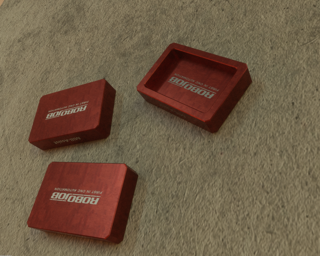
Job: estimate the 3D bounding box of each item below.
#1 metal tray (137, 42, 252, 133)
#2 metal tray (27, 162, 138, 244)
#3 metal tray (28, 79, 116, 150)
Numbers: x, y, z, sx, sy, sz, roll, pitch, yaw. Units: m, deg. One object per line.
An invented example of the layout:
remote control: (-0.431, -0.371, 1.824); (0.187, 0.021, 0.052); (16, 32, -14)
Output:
metal tray: (0.042, -0.059, 0.414); (0.130, 0.030, 0.090); (29, 77, 37)
metal tray: (-0.099, 0.091, 0.397); (0.130, 0.030, 0.090); (-2, 61, 27)
metal tray: (-0.137, -0.020, 0.485); (0.130, 0.030, 0.090); (-11, 57, 22)
